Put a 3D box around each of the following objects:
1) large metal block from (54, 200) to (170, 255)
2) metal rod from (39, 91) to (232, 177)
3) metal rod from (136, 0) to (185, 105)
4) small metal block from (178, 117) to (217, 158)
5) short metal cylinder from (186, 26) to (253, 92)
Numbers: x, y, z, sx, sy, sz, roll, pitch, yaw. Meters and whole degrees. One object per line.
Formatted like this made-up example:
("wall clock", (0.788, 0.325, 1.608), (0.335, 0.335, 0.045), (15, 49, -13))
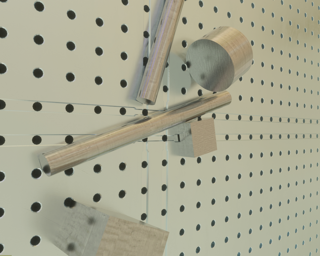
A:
("large metal block", (-0.052, 0.119, 0.332), (0.080, 0.080, 0.050), (29, 72, -37))
("metal rod", (-0.005, -0.005, 0.406), (0.302, 0.025, 0.025), (-21, 104, -38))
("metal rod", (0.020, -0.174, 0.427), (0.025, 0.025, 0.299), (25, 74, -38))
("small metal block", (0.056, 0.013, 0.459), (0.050, 0.025, 0.050), (-13, 99, -40))
("short metal cylinder", (0.085, -0.099, 0.447), (0.050, 0.080, 0.080), (-39, 114, -33))
